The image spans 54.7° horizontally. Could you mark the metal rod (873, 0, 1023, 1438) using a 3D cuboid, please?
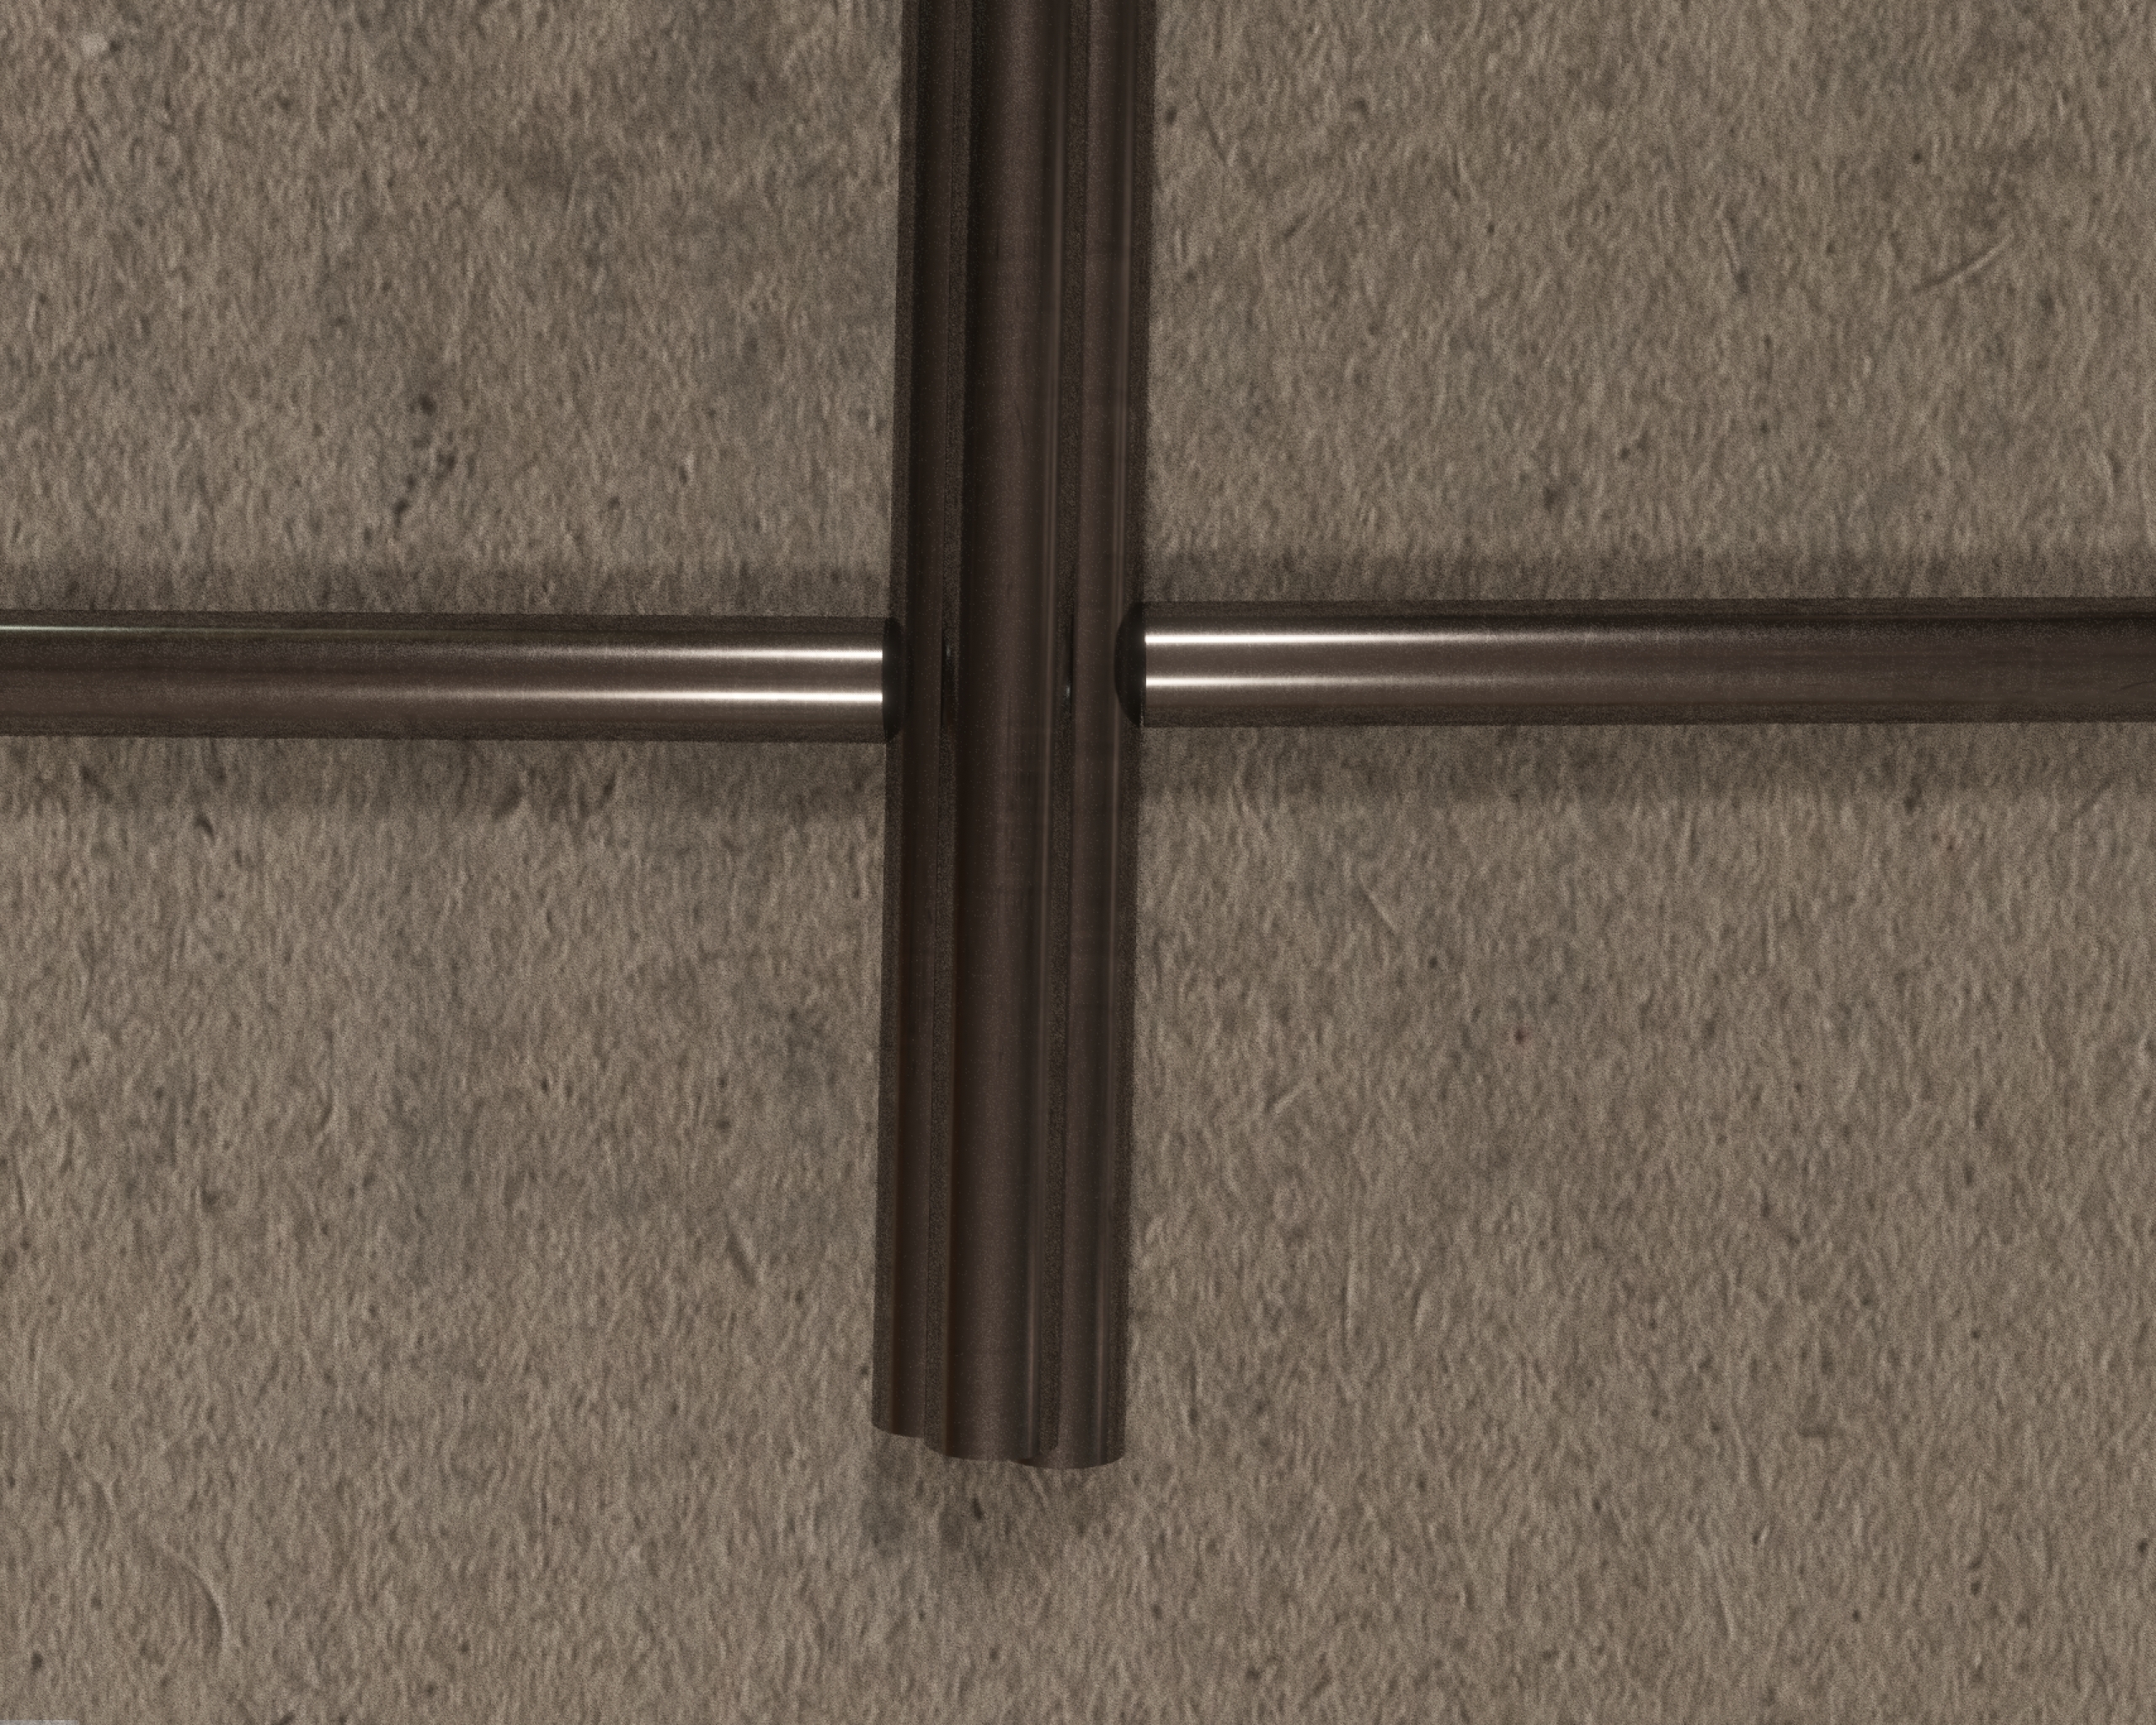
[{"bbox_3d":[-0.025,-0.039,0.411,0.025,0.025,0.298,1,90,-1],"label":"metal rod"}]

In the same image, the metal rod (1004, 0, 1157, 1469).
[{"bbox_3d":[0.000,-0.033,0.412,0.025,0.025,0.298,1,90,-1],"label":"metal rod"}]

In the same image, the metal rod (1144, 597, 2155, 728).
[{"bbox_3d":[0.164,-0.040,0.413,0.302,0.025,0.025,0,90,-1],"label":"metal rod"}]

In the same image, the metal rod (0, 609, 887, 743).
[{"bbox_3d":[-0.188,-0.037,0.408,0.302,0.025,0.025,0,90,-1],"label":"metal rod"}]

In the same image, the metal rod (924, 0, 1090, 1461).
[{"bbox_3d":[-0.013,-0.040,0.391,0.025,0.025,0.298,1,90,-1],"label":"metal rod"}]
